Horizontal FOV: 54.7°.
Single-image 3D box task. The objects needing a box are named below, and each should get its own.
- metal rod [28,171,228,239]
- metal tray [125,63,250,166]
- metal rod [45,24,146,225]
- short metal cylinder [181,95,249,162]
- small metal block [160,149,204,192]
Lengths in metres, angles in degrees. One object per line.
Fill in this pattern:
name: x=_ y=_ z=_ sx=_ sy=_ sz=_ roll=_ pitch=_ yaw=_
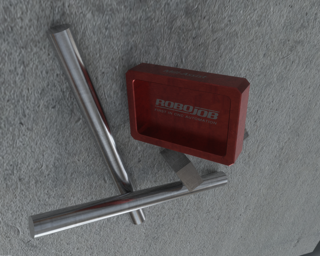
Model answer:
metal rod: x=-0.018 y=0.096 z=0.426 sx=0.303 sy=0.025 sz=0.025 roll=-6 pitch=122 yaw=-36
metal tray: x=0.027 y=-0.018 z=0.344 sx=0.030 sy=0.130 sz=0.089 roll=-42 pitch=139 yaw=-49
metal rod: x=-0.065 y=0.021 z=0.384 sx=0.025 sy=0.025 sz=0.298 roll=-25 pitch=128 yaw=-13
short metal cylinder: x=0.070 y=-0.001 z=0.409 sx=0.050 sy=0.080 sz=0.080 roll=-41 pitch=130 yaw=-1
small metal block: x=0.031 y=0.056 z=0.442 sx=0.025 sy=0.050 sz=0.050 roll=-37 pitch=129 yaw=-4
